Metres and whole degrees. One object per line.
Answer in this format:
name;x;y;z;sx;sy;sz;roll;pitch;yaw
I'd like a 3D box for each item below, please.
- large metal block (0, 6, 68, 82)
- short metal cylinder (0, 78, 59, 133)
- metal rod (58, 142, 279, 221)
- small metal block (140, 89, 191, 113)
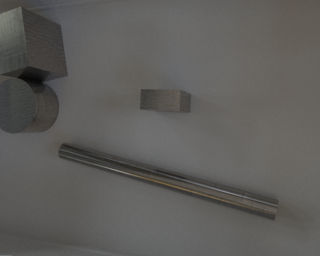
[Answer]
large metal block;-0.183;-0.114;0.444;0.050;0.080;0.080;-10;87;19
short metal cylinder;-0.202;-0.032;0.466;0.080;0.050;0.079;0;90;19
metal rod;-0.003;0.065;0.410;0.301;0.025;0.025;13;94;19
small metal block;0.008;-0.034;0.394;0.050;0.050;0.025;4;91;19
